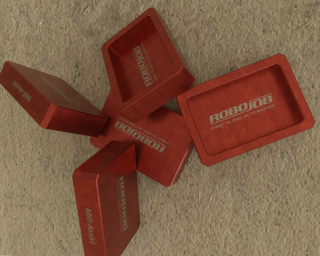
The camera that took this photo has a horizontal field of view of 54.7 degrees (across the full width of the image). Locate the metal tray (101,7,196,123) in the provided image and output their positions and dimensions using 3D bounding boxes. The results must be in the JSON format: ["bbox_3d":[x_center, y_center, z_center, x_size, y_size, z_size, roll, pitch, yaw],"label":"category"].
[{"bbox_3d":[-0.021,-0.081,0.383,0.090,0.030,0.130,-33,51,16],"label":"metal tray"}]

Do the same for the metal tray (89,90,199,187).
[{"bbox_3d":[-0.020,0.008,0.413,0.130,0.030,0.090,27,99,17],"label":"metal tray"}]

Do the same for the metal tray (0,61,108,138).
[{"bbox_3d":[-0.141,-0.038,0.407,0.130,0.090,0.030,37,102,33],"label":"metal tray"}]

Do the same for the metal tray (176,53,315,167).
[{"bbox_3d":[0.094,-0.019,0.357,0.131,0.030,0.090,-21,83,3],"label":"metal tray"}]

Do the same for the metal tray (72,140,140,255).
[{"bbox_3d":[-0.059,0.091,0.375,0.030,0.090,0.129,6,113,20],"label":"metal tray"}]
